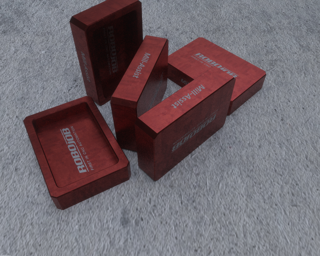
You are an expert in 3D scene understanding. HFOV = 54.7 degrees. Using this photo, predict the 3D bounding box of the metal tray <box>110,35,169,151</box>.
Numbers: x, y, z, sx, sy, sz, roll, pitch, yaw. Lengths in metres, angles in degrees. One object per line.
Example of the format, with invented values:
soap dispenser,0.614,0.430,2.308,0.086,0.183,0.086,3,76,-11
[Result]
metal tray,-0.021,-0.046,0.401,0.030,0.089,0.130,13,51,10

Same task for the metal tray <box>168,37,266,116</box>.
metal tray,0.080,-0.083,0.472,0.091,0.030,0.130,-37,59,-27

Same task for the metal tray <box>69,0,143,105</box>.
metal tray,-0.065,-0.104,0.423,0.030,0.129,0.090,36,58,26

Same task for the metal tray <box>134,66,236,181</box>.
metal tray,0.031,-0.006,0.367,0.131,0.089,0.030,-36,59,-27

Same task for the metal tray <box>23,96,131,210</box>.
metal tray,-0.103,0.024,0.380,0.091,0.030,0.130,-23,54,-19
